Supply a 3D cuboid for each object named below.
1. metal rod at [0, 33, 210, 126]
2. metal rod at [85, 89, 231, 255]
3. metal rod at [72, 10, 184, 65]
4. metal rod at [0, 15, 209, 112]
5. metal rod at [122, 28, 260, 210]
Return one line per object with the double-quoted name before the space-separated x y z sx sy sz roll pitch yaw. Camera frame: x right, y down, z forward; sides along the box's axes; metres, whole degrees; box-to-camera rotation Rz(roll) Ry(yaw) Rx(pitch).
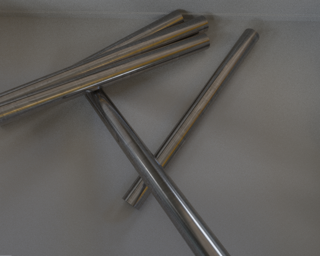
"metal rod" -0.063 -0.070 0.404 0.302 0.025 0.025 -24 72 -21
"metal rod" -0.024 0.029 0.345 0.025 0.025 0.300 -32 53 -11
"metal rod" -0.097 -0.090 0.441 0.301 0.025 0.025 -31 73 -11
"metal rod" -0.063 -0.094 0.423 0.302 0.025 0.025 -26 72 -17
"metal rod" 0.050 -0.023 0.418 0.025 0.025 0.300 33 73 11
